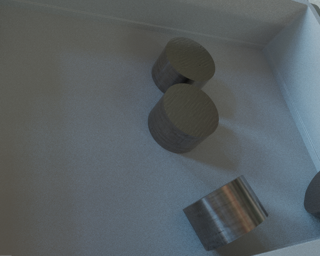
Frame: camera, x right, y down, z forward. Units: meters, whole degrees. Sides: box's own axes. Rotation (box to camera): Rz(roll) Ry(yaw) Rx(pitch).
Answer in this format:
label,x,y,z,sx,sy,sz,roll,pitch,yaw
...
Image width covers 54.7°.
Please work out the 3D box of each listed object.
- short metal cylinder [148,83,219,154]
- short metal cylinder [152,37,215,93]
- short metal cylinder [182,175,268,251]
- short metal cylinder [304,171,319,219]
label,x,y,z,sx,sy,sz,roll,pitch,yaw
short metal cylinder,0.030,-0.012,0.413,0.081,0.050,0.080,14,56,-21
short metal cylinder,0.034,-0.088,0.461,0.081,0.050,0.080,14,56,-21
short metal cylinder,0.073,0.095,0.352,0.081,0.080,0.050,-20,73,-36
short metal cylinder,0.254,0.099,0.444,0.050,0.080,0.080,30,51,2
